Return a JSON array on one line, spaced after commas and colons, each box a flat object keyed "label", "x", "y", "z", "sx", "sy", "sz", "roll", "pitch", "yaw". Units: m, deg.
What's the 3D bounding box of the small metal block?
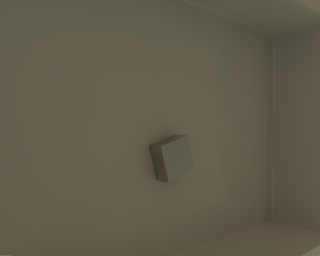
[{"label": "small metal block", "x": 0.017, "y": 0.040, "z": 0.423, "sx": 0.050, "sy": 0.025, "sz": 0.050, "roll": -20, "pitch": 103, "yaw": -38}]
